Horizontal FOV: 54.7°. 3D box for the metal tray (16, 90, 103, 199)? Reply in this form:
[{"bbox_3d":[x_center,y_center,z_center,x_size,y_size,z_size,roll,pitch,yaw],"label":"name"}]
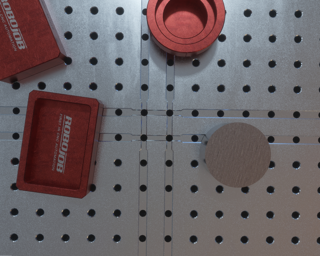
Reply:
[{"bbox_3d":[-0.131,0.021,0.409,0.091,0.030,0.129,8,90,0],"label":"metal tray"}]

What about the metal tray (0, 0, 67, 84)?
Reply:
[{"bbox_3d":[-0.192,-0.135,0.409,0.090,0.030,0.129,-22,90,0],"label":"metal tray"}]

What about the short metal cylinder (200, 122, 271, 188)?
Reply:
[{"bbox_3d":[0.095,0.033,0.402,0.081,0.050,0.079,0,90,0],"label":"short metal cylinder"}]

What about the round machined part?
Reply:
[{"bbox_3d":[0.032,-0.142,0.405,0.099,0.042,0.097,0,90,0],"label":"round machined part"}]
